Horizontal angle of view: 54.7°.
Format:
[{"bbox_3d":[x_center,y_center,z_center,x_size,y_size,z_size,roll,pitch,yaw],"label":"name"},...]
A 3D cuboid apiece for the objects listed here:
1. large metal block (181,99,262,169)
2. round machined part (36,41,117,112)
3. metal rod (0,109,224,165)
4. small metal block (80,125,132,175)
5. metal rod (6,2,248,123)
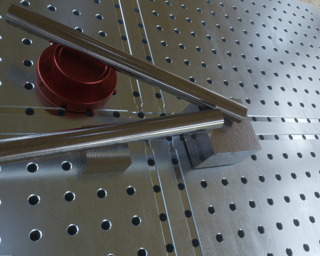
[{"bbox_3d":[0.081,0.006,0.430,0.081,0.050,0.080,-2,63,-30],"label":"large metal block"},{"bbox_3d":[-0.100,-0.072,0.388,0.099,0.042,0.098,14,56,-21],"label":"round machined part"},{"bbox_3d":[-0.067,0.010,0.332,0.303,0.025,0.025,-9,66,-21],"label":"metal rod"},{"bbox_3d":[-0.065,0.024,0.360,0.050,0.025,0.050,0,62,-29],"label":"small metal block"},{"bbox_3d":[-0.029,-0.073,0.376,0.302,0.025,0.025,22,53,-12],"label":"metal rod"}]
